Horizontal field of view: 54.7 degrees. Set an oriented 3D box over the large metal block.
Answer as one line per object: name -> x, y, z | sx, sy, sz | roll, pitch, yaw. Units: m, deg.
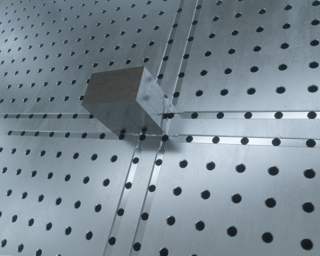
large metal block -> -0.042, -0.034, 0.414 | 0.080, 0.080, 0.050 | -3, 61, 26
